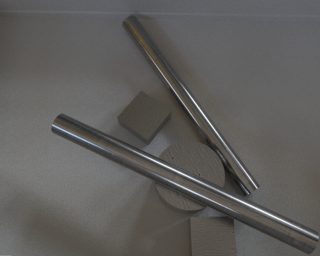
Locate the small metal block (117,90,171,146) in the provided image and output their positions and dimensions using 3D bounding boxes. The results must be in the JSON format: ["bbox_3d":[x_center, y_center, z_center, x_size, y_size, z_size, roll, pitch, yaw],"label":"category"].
[{"bbox_3d":[-0.020,-0.013,0.414,0.050,0.025,0.050,36,74,12],"label":"small metal block"}]

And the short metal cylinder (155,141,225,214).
[{"bbox_3d":[0.033,0.061,0.375,0.081,0.050,0.080,0,70,0],"label":"short metal cylinder"}]

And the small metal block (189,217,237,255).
[{"bbox_3d":[0.061,0.131,0.363,0.050,0.025,0.050,-1,70,-1],"label":"small metal block"}]

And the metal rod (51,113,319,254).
[{"bbox_3d":[0.019,0.056,0.336,0.301,0.025,0.025,24,72,8],"label":"metal rod"}]

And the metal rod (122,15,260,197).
[{"bbox_3d":[0.034,-0.041,0.424,0.025,0.025,0.299,-30,73,-11],"label":"metal rod"}]
